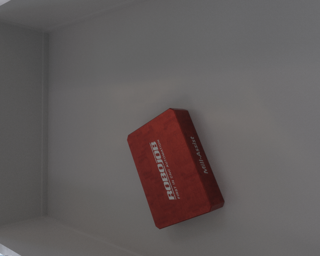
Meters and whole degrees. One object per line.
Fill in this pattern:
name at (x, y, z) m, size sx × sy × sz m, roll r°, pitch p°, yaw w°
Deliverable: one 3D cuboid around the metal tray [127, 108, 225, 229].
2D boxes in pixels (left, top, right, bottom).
metal tray at (0.015, 0.051, 0.392) m, size 0.090 × 0.030 × 0.130 m, roll -32°, pitch 70°, yaw 35°
